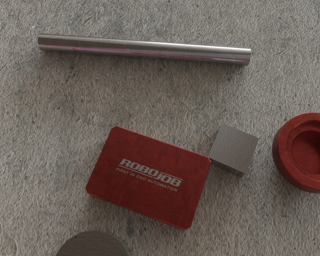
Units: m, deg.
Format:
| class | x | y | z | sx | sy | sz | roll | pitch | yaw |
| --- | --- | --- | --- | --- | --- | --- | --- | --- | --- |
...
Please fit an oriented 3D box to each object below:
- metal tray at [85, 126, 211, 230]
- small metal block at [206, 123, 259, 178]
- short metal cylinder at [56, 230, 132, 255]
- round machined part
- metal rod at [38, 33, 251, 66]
| class | x | y | z | sx | sy | sz | roll | pitch | yaw |
| --- | --- | --- | --- | --- | --- | --- | --- | --- | --- |
| metal tray | -0.013 | 0.061 | 0.383 | 0.131 | 0.030 | 0.090 | 19 | 71 | 6 |
| small metal block | 0.092 | 0.029 | 0.398 | 0.050 | 0.025 | 0.050 | 24 | 72 | 8 |
| short metal cylinder | -0.070 | 0.154 | 0.338 | 0.081 | 0.050 | 0.080 | 0 | 70 | 0 |
| round machined part | 0.190 | 0.033 | 0.389 | 0.099 | 0.042 | 0.098 | 0 | 70 | 0 |
| metal rod | -0.023 | -0.114 | 0.449 | 0.302 | 0.025 | 0.025 | 4 | 70 | 1 |
